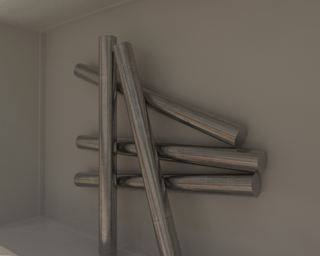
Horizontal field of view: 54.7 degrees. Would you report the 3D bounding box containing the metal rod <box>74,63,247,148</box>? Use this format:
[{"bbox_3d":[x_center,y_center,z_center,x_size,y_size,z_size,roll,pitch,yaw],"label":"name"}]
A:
[{"bbox_3d":[-0.022,-0.042,0.420,0.300,0.025,0.025,26,106,36],"label":"metal rod"}]

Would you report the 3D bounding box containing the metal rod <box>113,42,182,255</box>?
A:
[{"bbox_3d":[-0.015,0.034,0.383,0.025,0.025,0.299,-22,76,37],"label":"metal rod"}]

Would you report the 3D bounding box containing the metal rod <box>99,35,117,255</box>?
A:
[{"bbox_3d":[-0.072,0.024,0.428,0.025,0.025,0.298,0,90,39],"label":"metal rod"}]

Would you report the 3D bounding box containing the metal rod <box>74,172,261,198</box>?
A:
[{"bbox_3d":[-0.016,0.072,0.416,0.300,0.025,0.025,-6,86,39],"label":"metal rod"}]

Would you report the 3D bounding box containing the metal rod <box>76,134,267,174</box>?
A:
[{"bbox_3d":[-0.011,0.029,0.412,0.300,0.025,0.025,3,92,39],"label":"metal rod"}]
